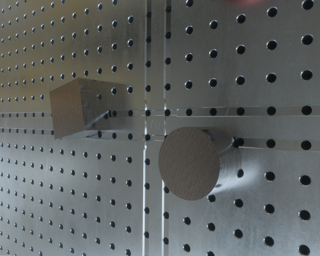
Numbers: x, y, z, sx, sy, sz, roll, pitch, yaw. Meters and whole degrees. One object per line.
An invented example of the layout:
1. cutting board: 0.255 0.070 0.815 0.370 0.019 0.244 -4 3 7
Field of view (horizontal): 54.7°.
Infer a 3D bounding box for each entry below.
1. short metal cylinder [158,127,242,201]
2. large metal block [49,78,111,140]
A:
1. short metal cylinder: 0.045 0.038 0.354 0.080 0.050 0.079 0 90 39
2. large metal block: -0.129 -0.028 0.497 0.080 0.050 0.080 -15 81 38
